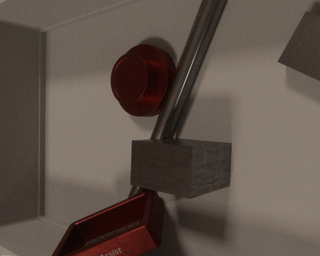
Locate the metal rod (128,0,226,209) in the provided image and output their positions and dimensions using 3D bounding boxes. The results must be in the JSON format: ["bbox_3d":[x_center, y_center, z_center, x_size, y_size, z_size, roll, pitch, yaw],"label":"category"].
[{"bbox_3d":[0.016,-0.027,0.391,0.025,0.025,0.298,33,110,35],"label":"metal rod"}]

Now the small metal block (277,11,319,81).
[{"bbox_3d":[0.147,-0.072,0.285,0.050,0.025,0.050,38,113,33],"label":"small metal block"}]

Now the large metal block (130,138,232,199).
[{"bbox_3d":[0.025,0.040,0.349,0.080,0.081,0.050,4,93,39],"label":"large metal block"}]

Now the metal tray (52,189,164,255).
[{"bbox_3d":[-0.061,0.129,0.378,0.130,0.090,0.030,-25,102,9],"label":"metal tray"}]

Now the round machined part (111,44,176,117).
[{"bbox_3d":[-0.028,-0.064,0.417,0.098,0.042,0.097,0,90,39],"label":"round machined part"}]
